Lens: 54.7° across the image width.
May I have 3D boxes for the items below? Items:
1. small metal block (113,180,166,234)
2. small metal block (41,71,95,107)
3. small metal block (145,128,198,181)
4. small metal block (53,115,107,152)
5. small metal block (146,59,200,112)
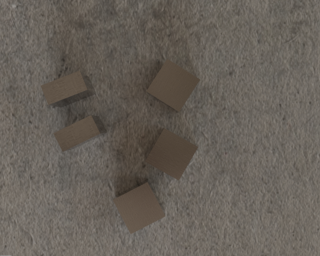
[{"bbox_3d":[-0.027,0.103,0.410,0.050,0.025,0.050,-27,90,-1],"label":"small metal block"},{"bbox_3d":[-0.115,-0.048,0.396,0.050,0.050,0.025,-21,90,0],"label":"small metal block"},{"bbox_3d":[0.015,0.034,0.410,0.050,0.025,0.050,30,90,-1],"label":"small metal block"},{"bbox_3d":[-0.100,0.006,0.396,0.050,0.050,0.025,-26,90,0],"label":"small metal block"},{"bbox_3d":[0.017,-0.055,0.410,0.050,0.025,0.050,32,90,-1],"label":"small metal block"}]
